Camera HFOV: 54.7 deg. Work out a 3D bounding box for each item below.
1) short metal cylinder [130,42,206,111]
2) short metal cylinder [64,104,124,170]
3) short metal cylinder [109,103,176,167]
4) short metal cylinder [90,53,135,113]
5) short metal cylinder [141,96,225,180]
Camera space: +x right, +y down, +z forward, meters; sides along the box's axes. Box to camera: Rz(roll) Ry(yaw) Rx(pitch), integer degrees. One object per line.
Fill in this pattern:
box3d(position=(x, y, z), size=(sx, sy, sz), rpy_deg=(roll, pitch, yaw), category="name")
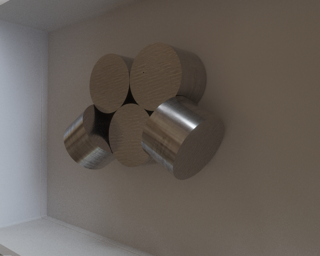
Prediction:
box3d(position=(0.009, -0.060, 0.381), size=(0.080, 0.050, 0.080), rpy_deg=(0, 90, 40), category="short metal cylinder")
box3d(position=(-0.088, 0.013, 0.442), size=(0.050, 0.081, 0.080), rpy_deg=(-37, 67, 34), category="short metal cylinder")
box3d(position=(-0.021, 0.009, 0.406), size=(0.080, 0.050, 0.080), rpy_deg=(0, 90, 40), category="short metal cylinder")
box3d(position=(-0.053, -0.059, 0.432), size=(0.080, 0.050, 0.080), rpy_deg=(0, 90, 40), category="short metal cylinder")
box3d(position=(0.026, 0.011, 0.347), size=(0.050, 0.081, 0.079), rpy_deg=(37, 113, 34), category="short metal cylinder")
